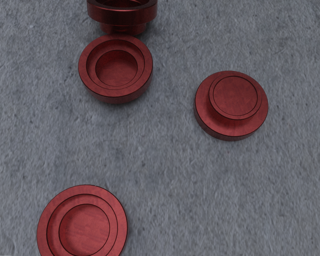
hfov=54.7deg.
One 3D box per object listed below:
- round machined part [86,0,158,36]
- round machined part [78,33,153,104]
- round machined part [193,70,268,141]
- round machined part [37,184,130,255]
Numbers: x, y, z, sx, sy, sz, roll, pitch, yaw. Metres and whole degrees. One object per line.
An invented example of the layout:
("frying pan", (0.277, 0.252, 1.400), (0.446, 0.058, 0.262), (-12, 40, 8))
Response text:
("round machined part", (-0.054, -0.165, 0.444), (0.099, 0.042, 0.098), (2, 40, -2))
("round machined part", (-0.058, -0.077, 0.427), (0.099, 0.042, 0.098), (0, 70, -1))
("round machined part", (0.096, -0.035, 0.413), (0.099, 0.042, 0.098), (0, 70, -1))
("round machined part", (-0.084, 0.117, 0.355), (0.099, 0.042, 0.098), (0, 70, -1))
